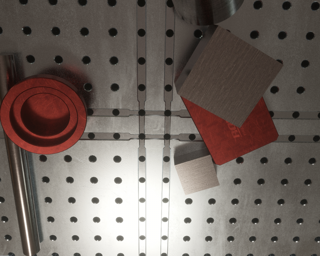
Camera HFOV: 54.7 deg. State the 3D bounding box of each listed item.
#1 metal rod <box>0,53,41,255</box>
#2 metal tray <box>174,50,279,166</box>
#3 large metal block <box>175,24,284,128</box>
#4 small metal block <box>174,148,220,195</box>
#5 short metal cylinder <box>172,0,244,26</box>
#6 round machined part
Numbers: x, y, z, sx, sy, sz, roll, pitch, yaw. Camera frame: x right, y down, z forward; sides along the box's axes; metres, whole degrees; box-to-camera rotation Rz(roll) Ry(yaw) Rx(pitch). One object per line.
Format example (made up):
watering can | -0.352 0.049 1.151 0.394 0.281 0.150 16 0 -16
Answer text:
metal rod | -0.195 0.050 0.428 0.025 0.025 0.298 1 110 -1
metal tray | 0.086 -0.025 0.403 0.090 0.030 0.130 -26 108 9
large metal block | 0.073 -0.059 0.347 0.080 0.050 0.080 28 108 -10
small metal block | 0.051 0.061 0.437 0.050 0.025 0.050 -18 110 6
short metal cylinder | 0.047 -0.156 0.322 0.080 0.050 0.080 -5 71 16
round machined part | -0.142 -0.020 0.389 0.099 0.042 0.097 -4 111 -11
